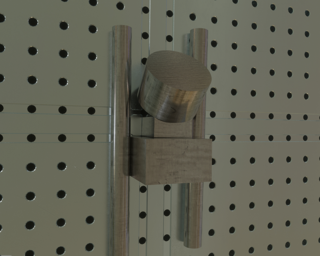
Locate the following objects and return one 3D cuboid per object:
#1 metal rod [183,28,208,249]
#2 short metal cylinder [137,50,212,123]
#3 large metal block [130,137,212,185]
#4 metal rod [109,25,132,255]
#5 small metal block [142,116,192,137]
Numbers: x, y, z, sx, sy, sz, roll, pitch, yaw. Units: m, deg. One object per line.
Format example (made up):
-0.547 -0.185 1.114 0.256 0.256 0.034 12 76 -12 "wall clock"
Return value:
0.050 0.013 0.431 0.025 0.025 0.298 2 89 -20 "metal rod"
0.017 -0.052 0.382 0.081 0.050 0.080 11 43 -10 "short metal cylinder"
0.009 0.037 0.384 0.081 0.080 0.050 1 90 -20 "large metal block"
-0.050 0.022 0.394 0.025 0.025 0.298 1 90 -20 "metal rod"
0.008 -0.001 0.402 0.050 0.050 0.025 1 90 -21 "small metal block"
